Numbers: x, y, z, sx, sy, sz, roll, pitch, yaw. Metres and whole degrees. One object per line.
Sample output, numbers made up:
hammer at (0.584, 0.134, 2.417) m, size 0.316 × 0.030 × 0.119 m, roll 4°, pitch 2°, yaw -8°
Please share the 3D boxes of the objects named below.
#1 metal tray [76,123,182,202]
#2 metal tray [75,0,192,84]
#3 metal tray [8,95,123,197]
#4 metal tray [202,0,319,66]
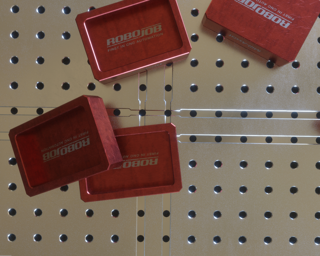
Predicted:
metal tray at (-0.041, 0.044, 0.410) m, size 0.131 × 0.030 × 0.089 m, roll -6°, pitch 90°, yaw -1°
metal tray at (-0.034, -0.121, 0.410) m, size 0.131 × 0.030 × 0.090 m, roll -18°, pitch 90°, yaw -1°
metal tray at (-0.119, 0.024, 0.381) m, size 0.130 × 0.030 × 0.090 m, roll -21°, pitch 85°, yaw 21°
metal tray at (0.134, -0.152, 0.413) m, size 0.130 × 0.030 × 0.090 m, roll 28°, pitch 90°, yaw -1°
